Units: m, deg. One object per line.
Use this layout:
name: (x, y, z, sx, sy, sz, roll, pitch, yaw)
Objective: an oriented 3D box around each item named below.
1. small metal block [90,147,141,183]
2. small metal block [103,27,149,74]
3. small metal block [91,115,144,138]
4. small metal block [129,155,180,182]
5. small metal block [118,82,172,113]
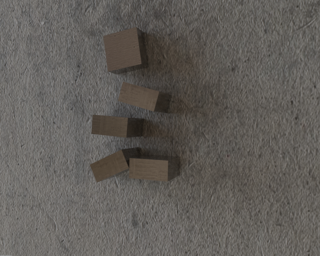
small metal block: (-0.056, 0.048, 0.415, 0.050, 0.050, 0.025, -26, 82, 18)
small metal block: (-0.047, -0.105, 0.425, 0.050, 0.025, 0.050, -9, 87, 19)
small metal block: (-0.056, -0.003, 0.415, 0.050, 0.050, 0.025, 5, 92, 20)
small metal block: (-0.006, 0.050, 0.398, 0.050, 0.050, 0.025, 2, 91, 20)
small metal block: (-0.018, -0.039, 0.402, 0.050, 0.050, 0.025, 17, 96, 19)
